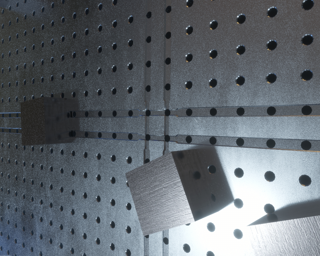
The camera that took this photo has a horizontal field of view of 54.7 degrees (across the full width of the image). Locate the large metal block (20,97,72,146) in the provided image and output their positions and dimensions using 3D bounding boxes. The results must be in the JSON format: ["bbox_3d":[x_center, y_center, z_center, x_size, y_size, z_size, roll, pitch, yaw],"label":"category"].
[{"bbox_3d":[-0.207,-0.010,0.560,0.080,0.050,0.080,-6,87,39],"label":"large metal block"}]

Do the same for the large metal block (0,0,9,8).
[{"bbox_3d":[-0.384,-0.324,0.685,0.050,0.081,0.080,-39,66,33],"label":"large metal block"}]

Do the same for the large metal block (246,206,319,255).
[{"bbox_3d":[0.137,0.118,0.280,0.080,0.050,0.080,-24,75,37],"label":"large metal block"}]

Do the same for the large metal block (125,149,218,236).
[{"bbox_3d":[0.012,0.079,0.381,0.080,0.050,0.080,-29,72,36],"label":"large metal block"}]
